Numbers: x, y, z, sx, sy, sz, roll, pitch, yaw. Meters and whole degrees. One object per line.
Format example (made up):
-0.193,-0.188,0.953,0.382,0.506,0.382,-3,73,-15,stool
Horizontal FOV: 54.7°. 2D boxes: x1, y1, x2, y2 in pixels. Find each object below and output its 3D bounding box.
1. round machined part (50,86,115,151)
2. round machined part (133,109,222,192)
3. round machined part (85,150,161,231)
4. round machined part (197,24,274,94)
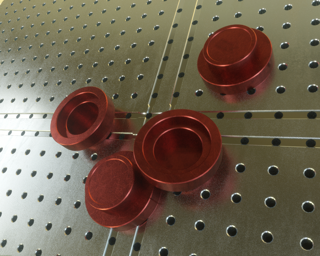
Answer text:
-0.109,-0.010,0.459,0.098,0.042,0.098,-13,56,20,round machined part
0.022,0.029,0.358,0.098,0.042,0.098,-6,53,9,round machined part
-0.052,0.072,0.379,0.098,0.042,0.098,-13,56,20,round machined part
0.095,-0.096,0.406,0.098,0.042,0.098,-13,56,21,round machined part
